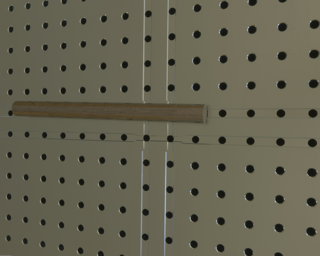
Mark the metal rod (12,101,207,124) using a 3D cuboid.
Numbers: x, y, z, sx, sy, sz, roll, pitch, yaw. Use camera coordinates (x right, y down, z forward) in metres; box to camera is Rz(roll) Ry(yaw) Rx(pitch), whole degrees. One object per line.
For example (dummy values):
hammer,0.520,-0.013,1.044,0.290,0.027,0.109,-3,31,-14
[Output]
metal rod,-0.085,-0.024,0.443,0.301,0.025,0.025,3,91,20
